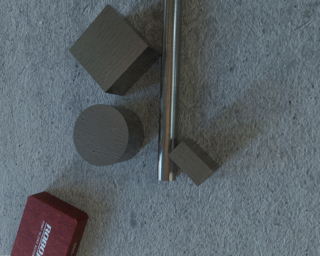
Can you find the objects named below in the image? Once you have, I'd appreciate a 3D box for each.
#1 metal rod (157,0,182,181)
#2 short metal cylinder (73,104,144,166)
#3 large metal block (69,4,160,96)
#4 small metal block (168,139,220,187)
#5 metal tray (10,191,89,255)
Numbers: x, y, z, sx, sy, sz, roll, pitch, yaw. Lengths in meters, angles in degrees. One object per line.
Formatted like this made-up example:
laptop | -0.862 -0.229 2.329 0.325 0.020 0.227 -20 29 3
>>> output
metal rod | 0.014 -0.082 0.403 0.025 0.025 0.298 2 91 19
short metal cylinder | -0.068 0.009 0.419 0.080 0.050 0.079 0 90 19
large metal block | -0.059 -0.101 0.415 0.080 0.050 0.080 -44 77 14
small metal block | 0.043 0.041 0.380 0.050 0.050 0.025 46 104 14
metal tray | -0.170 0.173 0.464 0.090 0.030 0.129 21 97 18
